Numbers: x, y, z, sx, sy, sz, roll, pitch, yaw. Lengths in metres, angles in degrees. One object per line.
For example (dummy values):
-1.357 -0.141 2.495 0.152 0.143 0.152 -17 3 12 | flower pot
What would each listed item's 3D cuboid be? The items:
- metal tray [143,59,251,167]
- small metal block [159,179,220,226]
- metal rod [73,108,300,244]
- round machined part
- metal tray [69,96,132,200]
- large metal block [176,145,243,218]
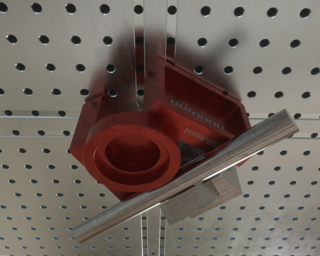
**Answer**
0.045 -0.018 0.353 0.131 0.090 0.030 25 127 -20 | metal tray
0.035 0.084 0.360 0.050 0.050 0.025 -35 78 25 | small metal block
0.009 0.067 0.350 0.299 0.025 0.025 -33 123 24 | metal rod
-0.028 0.021 0.327 0.099 0.042 0.097 -1 130 0 | round machined part
-0.054 0.034 0.396 0.030 0.090 0.130 -23 127 18 | metal tray
0.058 0.064 0.427 0.080 0.080 0.050 -34 123 25 | large metal block
